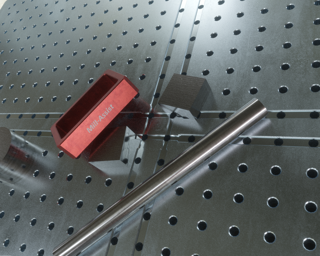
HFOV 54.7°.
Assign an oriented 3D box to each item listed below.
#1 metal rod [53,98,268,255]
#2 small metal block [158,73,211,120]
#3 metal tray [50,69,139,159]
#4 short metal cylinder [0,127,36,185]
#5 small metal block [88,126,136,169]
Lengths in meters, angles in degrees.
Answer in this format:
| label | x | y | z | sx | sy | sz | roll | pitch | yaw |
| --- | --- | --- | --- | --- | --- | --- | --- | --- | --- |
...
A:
| label | x | y | z | sx | sy | sz | roll | pitch | yaw |
| --- | --- | --- | --- | --- | --- | --- | --- | --- | --- |
| metal rod | -0.002 | 0.065 | 0.368 | 0.300 | 0.025 | 0.025 | -37 | 51 | 3 |
| small metal block | 0.033 | -0.043 | 0.417 | 0.050 | 0.025 | 0.050 | 17 | 70 | 34 |
| metal tray | -0.099 | -0.025 | 0.452 | 0.130 | 0.030 | 0.090 | -47 | 30 | -5 |
| short metal cylinder | -0.250 | 0.045 | 0.496 | 0.080 | 0.050 | 0.080 | -13 | 56 | 21 |
| small metal block | -0.065 | 0.027 | 0.426 | 0.050 | 0.025 | 0.050 | -6 | 59 | 25 |
